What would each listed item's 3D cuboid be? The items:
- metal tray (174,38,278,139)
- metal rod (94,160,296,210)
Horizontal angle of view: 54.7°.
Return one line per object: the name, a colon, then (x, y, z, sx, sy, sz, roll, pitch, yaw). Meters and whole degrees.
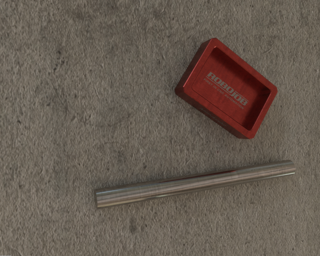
metal tray: (0.097, -0.053, 0.443, 0.130, 0.030, 0.090, 33, 79, -17)
metal rod: (0.062, 0.075, 0.433, 0.303, 0.025, 0.025, -5, 92, -20)
